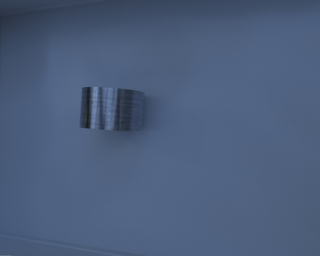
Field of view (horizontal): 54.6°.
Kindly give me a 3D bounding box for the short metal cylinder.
[{"bbox_3d":[-0.062,-0.024,0.404,0.080,0.080,0.050,4,92,20],"label":"short metal cylinder"}]
